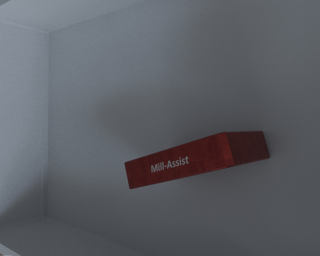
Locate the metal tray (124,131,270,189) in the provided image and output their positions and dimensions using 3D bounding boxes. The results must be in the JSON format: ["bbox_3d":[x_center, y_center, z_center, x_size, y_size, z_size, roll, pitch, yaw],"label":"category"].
[{"bbox_3d":[0.038,0.035,0.334,0.130,0.091,0.030,-21,77,38],"label":"metal tray"}]
